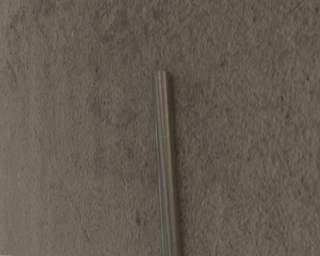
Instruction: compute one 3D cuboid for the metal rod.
[{"bbox_3d":[0.010,0.078,0.394,0.025,0.025,0.298,-6,86,39],"label":"metal rod"}]
